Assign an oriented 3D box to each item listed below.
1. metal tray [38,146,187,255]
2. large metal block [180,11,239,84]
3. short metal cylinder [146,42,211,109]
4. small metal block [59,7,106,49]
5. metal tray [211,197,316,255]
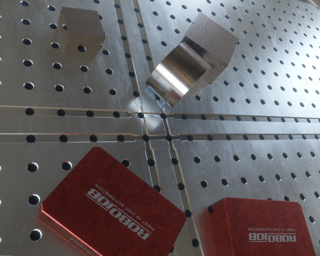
[{"bbox_3d":[-0.046,0.092,0.325,0.130,0.030,0.090,39,51,-3],"label":"metal tray"},{"bbox_3d":[0.076,-0.134,0.517,0.080,0.050,0.080,33,51,-7],"label":"large metal block"},{"bbox_3d":[0.026,-0.073,0.433,0.050,0.080,0.080,43,51,1],"label":"short metal cylinder"},{"bbox_3d":[-0.110,-0.140,0.435,0.050,0.025,0.050,-6,65,-31],"label":"small metal block"},{"bbox_3d":[0.133,0.139,0.394,0.131,0.030,0.090,9,58,-24],"label":"metal tray"}]
